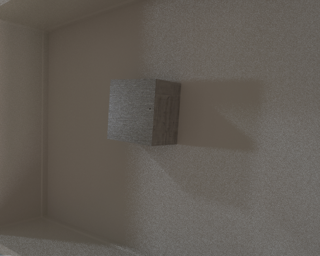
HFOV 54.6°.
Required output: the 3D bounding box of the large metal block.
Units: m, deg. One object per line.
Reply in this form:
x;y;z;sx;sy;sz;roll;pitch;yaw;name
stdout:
-0.022;-0.022;0.410;0.080;0.050;0.080;7;94;40;large metal block
